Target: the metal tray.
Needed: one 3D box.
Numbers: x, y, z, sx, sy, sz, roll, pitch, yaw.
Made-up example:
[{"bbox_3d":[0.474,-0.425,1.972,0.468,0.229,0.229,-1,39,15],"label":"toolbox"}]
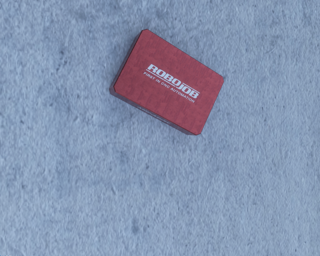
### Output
[{"bbox_3d":[0.011,-0.057,0.410,0.131,0.030,0.090,28,81,-18],"label":"metal tray"}]
